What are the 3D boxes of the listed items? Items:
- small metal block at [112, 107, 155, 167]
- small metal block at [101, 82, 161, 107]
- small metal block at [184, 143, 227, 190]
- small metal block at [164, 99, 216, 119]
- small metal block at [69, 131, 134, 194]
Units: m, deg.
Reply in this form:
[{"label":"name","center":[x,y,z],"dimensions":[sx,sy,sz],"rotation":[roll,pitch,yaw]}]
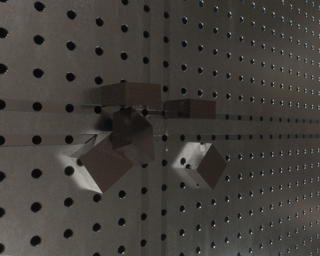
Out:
[{"label":"small metal block","center":[-0.031,0.011,0.364],"dimensions":[0.050,0.025,0.050],"rotation":[44,33,-49]},{"label":"small metal block","center":[-0.034,-0.038,0.366],"dimensions":[0.050,0.050,0.025],"rotation":[-3,93,-40]},{"label":"small metal block","center":[0.070,0.058,0.471],"dimensions":[0.050,0.025,0.050],"rotation":[51,60,-28]},{"label":"small metal block","center":[0.042,-0.025,0.430],"dimensions":[0.050,0.050,0.025],"rotation":[1,90,-40]},{"label":"small metal block","center":[-0.066,0.038,0.356],"dimensions":[0.050,0.025,0.050],"rotation":[-42,116,-32]}]
